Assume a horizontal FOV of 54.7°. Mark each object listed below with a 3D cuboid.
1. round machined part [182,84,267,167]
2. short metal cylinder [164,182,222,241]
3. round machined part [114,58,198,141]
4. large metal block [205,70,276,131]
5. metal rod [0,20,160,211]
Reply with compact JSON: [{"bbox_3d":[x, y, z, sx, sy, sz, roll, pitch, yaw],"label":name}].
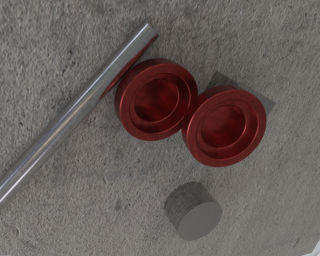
[{"bbox_3d":[0.072,-0.005,0.370,0.099,0.042,0.097,-7,116,-13],"label":"round machined part"},{"bbox_3d":[0.053,0.135,0.503,0.081,0.050,0.079,-14,124,-21],"label":"short metal cylinder"},{"bbox_3d":[-0.008,-0.036,0.369,0.099,0.042,0.097,-14,125,-21],"label":"round machined part"},{"bbox_3d":[0.099,-0.022,0.431,0.081,0.050,0.080,17,109,-35],"label":"large metal block"},{"bbox_3d":[-0.112,0.001,0.346,0.300,0.025,0.025,-47,129,4],"label":"metal rod"}]
